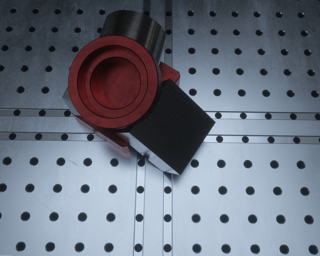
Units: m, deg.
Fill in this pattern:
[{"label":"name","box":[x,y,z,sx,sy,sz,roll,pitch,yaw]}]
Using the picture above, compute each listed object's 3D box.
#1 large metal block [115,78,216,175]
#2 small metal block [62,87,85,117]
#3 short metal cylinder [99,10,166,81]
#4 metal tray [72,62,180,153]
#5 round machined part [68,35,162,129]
[{"label":"large metal block","box":[0.007,-0.001,0.379,0.080,0.050,0.080,42,72,-19]},{"label":"small metal block","box":[-0.091,-0.044,0.380,0.025,0.050,0.050,18,71,6]},{"label":"short metal cylinder","box":[-0.037,-0.099,0.386,0.080,0.080,0.050,13,71,4]},{"label":"metal tray","box":[-0.044,-0.043,0.425,0.090,0.030,0.130,33,73,11]},{"label":"round machined part","box":[-0.046,-0.048,0.340,0.098,0.042,0.097,0,90,11]}]
